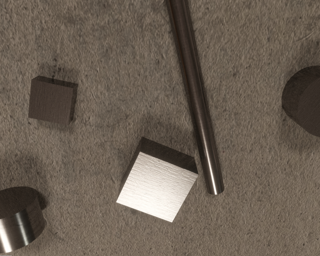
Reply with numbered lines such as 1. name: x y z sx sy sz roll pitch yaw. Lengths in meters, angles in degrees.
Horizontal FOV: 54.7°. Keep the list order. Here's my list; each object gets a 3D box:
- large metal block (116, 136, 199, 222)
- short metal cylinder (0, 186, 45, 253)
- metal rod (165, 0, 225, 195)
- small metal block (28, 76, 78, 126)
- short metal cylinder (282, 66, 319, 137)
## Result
1. large metal block: -0.004 0.069 0.422 0.080 0.050 0.079 23 108 -9
2. short metal cylinder: -0.205 0.123 0.423 0.080 0.080 0.050 -6 110 1
3. metal rod: 0.045 -0.048 0.392 0.025 0.025 0.298 -13 110 4
4. small metal block: -0.136 -0.035 0.395 0.050 0.025 0.050 12 110 -5
5. short metal cylinder: 0.202 -0.034 0.387 0.081 0.050 0.079 0 110 -1
